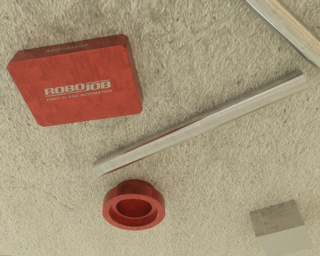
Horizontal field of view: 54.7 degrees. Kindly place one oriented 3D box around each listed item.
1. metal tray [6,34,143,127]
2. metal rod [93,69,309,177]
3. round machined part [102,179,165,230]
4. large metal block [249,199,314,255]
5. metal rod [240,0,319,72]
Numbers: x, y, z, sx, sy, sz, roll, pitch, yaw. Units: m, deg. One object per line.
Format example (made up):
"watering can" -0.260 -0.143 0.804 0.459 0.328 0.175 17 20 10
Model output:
"metal tray" -0.092 -0.052 0.359 0.131 0.030 0.090 -8 130 6
"metal rod" 0.038 0.002 0.409 0.300 0.025 0.025 -24 126 19
"round machined part" -0.041 0.120 0.498 0.099 0.042 0.097 -1 130 0
"large metal block" 0.214 0.179 0.547 0.080 0.050 0.080 -22 127 17
"metal rod" 0.068 -0.142 0.287 0.301 0.025 0.025 30 124 -24
